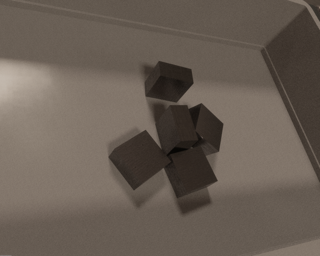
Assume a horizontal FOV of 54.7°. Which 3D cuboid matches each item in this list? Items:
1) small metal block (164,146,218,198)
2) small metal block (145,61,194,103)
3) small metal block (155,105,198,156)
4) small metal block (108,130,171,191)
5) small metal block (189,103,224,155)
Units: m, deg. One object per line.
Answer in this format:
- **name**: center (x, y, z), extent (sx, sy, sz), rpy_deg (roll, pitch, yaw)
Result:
- **small metal block**: center (0.037, 0.055, 0.394), extent (0.050, 0.025, 0.050), rpy_deg (-12, 68, -33)
- **small metal block**: center (0.012, -0.064, 0.436), extent (0.050, 0.050, 0.025), rpy_deg (9, 58, -24)
- **small metal block**: center (0.020, 0.005, 0.398), extent (0.025, 0.050, 0.050), rpy_deg (-2, 63, -26)
- **small metal block**: center (-0.024, 0.038, 0.371), extent (0.050, 0.025, 0.050), rpy_deg (-32, 80, -38)
- **small metal block**: center (0.060, 0.003, 0.429), extent (0.050, 0.025, 0.050), rpy_deg (40, 48, -27)
